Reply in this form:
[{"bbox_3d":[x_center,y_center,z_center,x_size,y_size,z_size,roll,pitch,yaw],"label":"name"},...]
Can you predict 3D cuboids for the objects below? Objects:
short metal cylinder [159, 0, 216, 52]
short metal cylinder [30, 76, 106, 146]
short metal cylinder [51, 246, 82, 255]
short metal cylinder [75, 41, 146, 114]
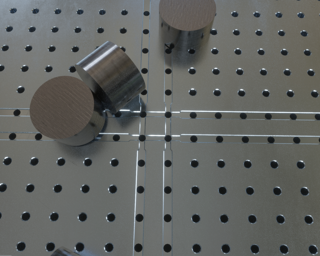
[{"bbox_3d":[0.039,-0.161,0.458,0.081,0.050,0.080,0,70,0],"label":"short metal cylinder"},{"bbox_3d":[-0.116,-0.020,0.398,0.080,0.050,0.080,-1,77,6],"label":"short metal cylinder"},{"bbox_3d":[-0.099,0.172,0.319,0.050,0.080,0.080,24,72,8],"label":"short metal cylinder"},{"bbox_3d":[-0.065,-0.065,0.406,0.050,0.080,0.080,-42,76,-14],"label":"short metal cylinder"}]
